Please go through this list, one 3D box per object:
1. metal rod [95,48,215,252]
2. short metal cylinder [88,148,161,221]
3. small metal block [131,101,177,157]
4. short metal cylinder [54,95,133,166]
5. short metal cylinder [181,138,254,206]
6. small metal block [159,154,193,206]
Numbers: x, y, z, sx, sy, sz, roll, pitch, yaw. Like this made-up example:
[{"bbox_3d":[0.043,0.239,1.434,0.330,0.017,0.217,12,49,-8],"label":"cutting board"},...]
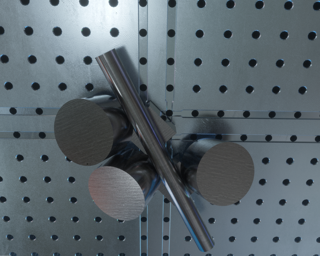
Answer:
[{"bbox_3d":[0.002,0.041,0.397,0.025,0.025,0.299,-24,108,8],"label":"metal rod"},{"bbox_3d":[-0.046,0.073,0.408,0.080,0.050,0.079,9,116,20],"label":"short metal cylinder"},{"bbox_3d":[-0.014,0.001,0.410,0.050,0.025,0.050,-41,105,13],"label":"small metal block"},{"bbox_3d":[-0.081,0.001,0.381,0.080,0.050,0.079,4,102,20],"label":"short metal cylinder"},{"bbox_3d":[0.074,0.055,0.403,0.081,0.050,0.079,-2,95,-18],"label":"short metal cylinder"},{"bbox_3d":[0.023,0.073,0.437,0.050,0.025,0.050,-38,106,13],"label":"small metal block"}]
